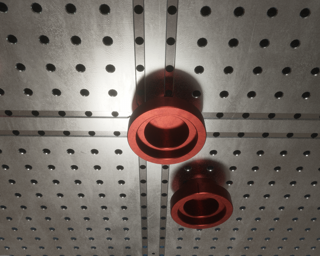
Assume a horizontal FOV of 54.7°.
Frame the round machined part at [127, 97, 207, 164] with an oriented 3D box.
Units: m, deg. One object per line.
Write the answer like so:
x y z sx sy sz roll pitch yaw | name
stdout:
0.009 -0.001 0.400 0.099 0.042 0.097 -1 130 0 | round machined part

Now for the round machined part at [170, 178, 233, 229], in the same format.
0.066 0.119 0.503 0.099 0.042 0.097 -1 130 0 | round machined part
